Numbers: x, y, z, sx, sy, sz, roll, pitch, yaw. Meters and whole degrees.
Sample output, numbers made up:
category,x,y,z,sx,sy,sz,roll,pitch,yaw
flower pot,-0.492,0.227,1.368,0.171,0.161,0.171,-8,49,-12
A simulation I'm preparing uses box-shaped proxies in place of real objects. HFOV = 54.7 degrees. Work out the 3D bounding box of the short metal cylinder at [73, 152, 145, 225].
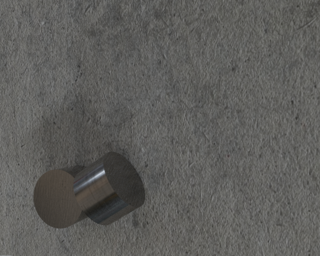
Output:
category,x,y,z,sx,sy,sz,roll,pitch,yaw
short metal cylinder,-0.064,0.078,0.402,0.050,0.080,0.080,-34,79,17

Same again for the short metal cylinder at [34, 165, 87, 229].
category,x,y,z,sx,sy,sz,roll,pitch,yaw
short metal cylinder,-0.130,0.096,0.442,0.080,0.050,0.080,0,90,20
